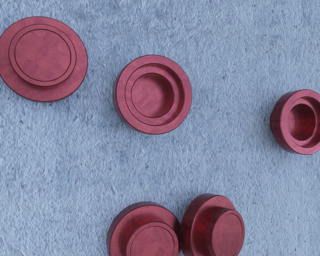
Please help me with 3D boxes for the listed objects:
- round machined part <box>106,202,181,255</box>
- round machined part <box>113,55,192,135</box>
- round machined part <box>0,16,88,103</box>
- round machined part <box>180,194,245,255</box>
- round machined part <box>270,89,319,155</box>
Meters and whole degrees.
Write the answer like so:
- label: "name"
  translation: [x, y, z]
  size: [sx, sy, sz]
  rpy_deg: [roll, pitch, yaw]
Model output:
- label: "round machined part"
  translation: [-0.016, 0.147, 0.394]
  size: [0.099, 0.042, 0.097]
  rpy_deg: [0, 90, -20]
- label: "round machined part"
  translation: [-0.012, -0.041, 0.395]
  size: [0.099, 0.042, 0.097]
  rpy_deg: [0, 90, -20]
- label: "round machined part"
  translation: [-0.132, -0.078, 0.351]
  size: [0.099, 0.042, 0.097]
  rpy_deg: [0, 90, -20]
- label: "round machined part"
  translation: [0.076, 0.139, 0.412]
  size: [0.099, 0.042, 0.097]
  rpy_deg: [2, 87, -41]
- label: "round machined part"
  translation: [0.210, -0.009, 0.477]
  size: [0.099, 0.042, 0.097]
  rpy_deg: [0, 90, -20]
